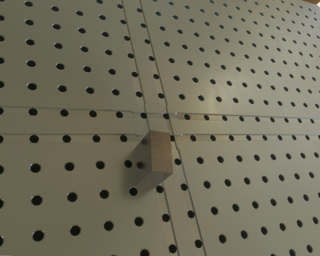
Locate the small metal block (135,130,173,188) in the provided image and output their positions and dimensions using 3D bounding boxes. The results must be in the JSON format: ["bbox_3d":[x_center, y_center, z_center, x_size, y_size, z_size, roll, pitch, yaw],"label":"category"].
[{"bbox_3d":[-0.009,0.037,0.364,0.025,0.050,0.050,11,57,-23],"label":"small metal block"}]
